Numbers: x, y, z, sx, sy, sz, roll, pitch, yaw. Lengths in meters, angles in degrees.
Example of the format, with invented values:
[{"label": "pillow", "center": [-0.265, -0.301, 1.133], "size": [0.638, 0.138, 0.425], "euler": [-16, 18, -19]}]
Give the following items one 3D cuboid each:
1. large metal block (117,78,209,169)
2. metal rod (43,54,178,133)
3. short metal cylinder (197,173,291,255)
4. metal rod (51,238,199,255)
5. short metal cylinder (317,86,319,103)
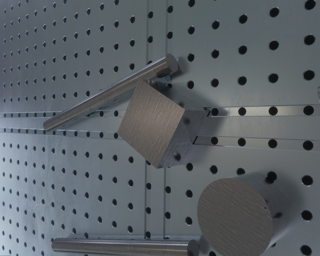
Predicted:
[{"label": "large metal block", "center": [0.002, -0.007, 0.392], "size": [0.080, 0.050, 0.079], "euler": [38, 113, 33]}, {"label": "metal rod", "center": [-0.096, -0.044, 0.488], "size": [0.299, 0.025, 0.025], "euler": [-20, 78, 38]}, {"label": "short metal cylinder", "center": [0.086, 0.089, 0.322], "size": [0.080, 0.050, 0.079], "euler": [0, 90, 40]}, {"label": "metal rod", "center": [-0.072, 0.180, 0.468], "size": [0.300, 0.025, 0.025], "euler": [-16, 80, 38]}, {"label": "short metal cylinder", "center": [0.166, -0.008, 0.237], "size": [0.050, 0.081, 0.080], "euler": [-30, 71, 36]}]
